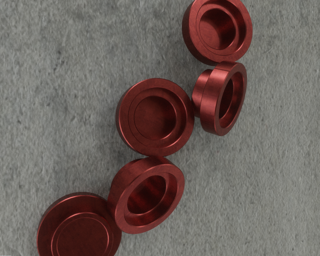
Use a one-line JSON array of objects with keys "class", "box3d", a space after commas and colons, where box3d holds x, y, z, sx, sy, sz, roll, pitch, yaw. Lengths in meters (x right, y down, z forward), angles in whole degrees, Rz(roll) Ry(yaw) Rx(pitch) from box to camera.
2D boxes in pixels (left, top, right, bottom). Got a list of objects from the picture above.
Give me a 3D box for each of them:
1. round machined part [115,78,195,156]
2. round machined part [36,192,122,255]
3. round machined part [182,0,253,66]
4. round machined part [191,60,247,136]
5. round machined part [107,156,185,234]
[{"class": "round machined part", "box3d": [-0.009, -0.013, 0.398, 0.099, 0.042, 0.097, 0, 90, -20]}, {"class": "round machined part", "box3d": [-0.093, 0.128, 0.366, 0.099, 0.042, 0.097, 0, 90, -20]}, {"class": "round machined part", "box3d": [0.075, -0.134, 0.429, 0.099, 0.042, 0.097, 0, 90, -21]}, {"class": "round machined part", "box3d": [0.076, -0.041, 0.412, 0.099, 0.042, 0.097, -35, 134, -45]}, {"class": "round machined part", "box3d": [-0.021, 0.076, 0.379, 0.099, 0.042, 0.097, -20, 127, -30]}]
